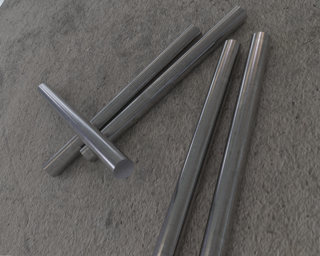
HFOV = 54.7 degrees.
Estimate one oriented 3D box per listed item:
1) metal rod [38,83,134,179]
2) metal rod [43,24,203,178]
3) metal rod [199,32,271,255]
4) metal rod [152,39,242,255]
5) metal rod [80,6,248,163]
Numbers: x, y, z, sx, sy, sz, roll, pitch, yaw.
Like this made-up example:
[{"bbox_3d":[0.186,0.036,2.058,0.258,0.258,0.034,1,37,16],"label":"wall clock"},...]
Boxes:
[{"bbox_3d":[-0.123,-0.012,0.445,0.025,0.025,0.300,-49,42,-6],"label":"metal rod"},{"bbox_3d":[-0.053,-0.041,0.457,0.300,0.025,0.025,-44,51,-3],"label":"metal rod"},{"bbox_3d":[0.088,0.014,0.348,0.025,0.025,0.300,5,64,30],"label":"metal rod"},{"bbox_3d":[0.048,0.019,0.366,0.025,0.025,0.300,8,65,31],"label":"metal rod"},{"bbox_3d":[0.007,-0.063,0.438,0.300,0.025,0.025,-43,51,-2],"label":"metal rod"}]
